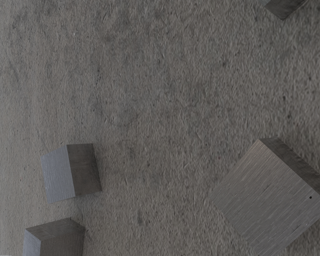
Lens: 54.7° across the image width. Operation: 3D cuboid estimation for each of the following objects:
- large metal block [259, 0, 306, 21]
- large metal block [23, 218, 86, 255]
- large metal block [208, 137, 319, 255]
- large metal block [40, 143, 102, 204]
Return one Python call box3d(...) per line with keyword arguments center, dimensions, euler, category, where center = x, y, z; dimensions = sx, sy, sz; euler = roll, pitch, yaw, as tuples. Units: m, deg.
box3d(center=(0.118, -0.165, 0.291), dimensions=(0.080, 0.050, 0.080), euler=(-42, 65, 32), category="large metal block")
box3d(center=(-0.177, 0.205, 0.515), dimensions=(0.050, 0.081, 0.079), euler=(12, 98, 39), category="large metal block")
box3d(center=(0.109, 0.066, 0.299), dimensions=(0.080, 0.050, 0.080), euler=(49, 119, 29), category="large metal block")
box3d(center=(-0.148, 0.075, 0.511), dimensions=(0.080, 0.050, 0.080), euler=(-22, 76, 38), category="large metal block")
